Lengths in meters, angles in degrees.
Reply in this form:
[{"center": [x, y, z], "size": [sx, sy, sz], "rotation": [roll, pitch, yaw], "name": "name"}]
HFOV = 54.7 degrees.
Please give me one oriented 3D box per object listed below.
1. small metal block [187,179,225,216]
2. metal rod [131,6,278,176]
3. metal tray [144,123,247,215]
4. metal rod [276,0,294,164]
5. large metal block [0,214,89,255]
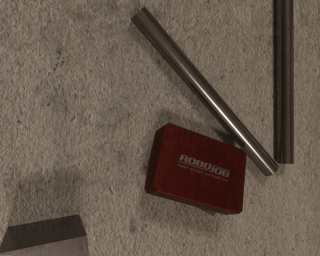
[{"center": [0.061, 0.088, 0.433], "size": [0.050, 0.025, 0.050], "rotation": [31, 80, -18], "name": "small metal block"}, {"center": [0.071, -0.042, 0.436], "size": [0.025, 0.025, 0.300], "rotation": [-47, 105, -14], "name": "metal rod"}, {"center": [0.052, 0.057, 0.412], "size": [0.131, 0.030, 0.090], "rotation": [20, 65, -19], "name": "metal tray"}, {"center": [0.195, -0.094, 0.482], "size": [0.025, 0.025, 0.298], "rotation": [0, 90, -20], "name": "metal rod"}, {"center": [-0.123, 0.136, 0.335], "size": [0.081, 0.080, 0.050], "rotation": [-5, 92, -20], "name": "large metal block"}]
